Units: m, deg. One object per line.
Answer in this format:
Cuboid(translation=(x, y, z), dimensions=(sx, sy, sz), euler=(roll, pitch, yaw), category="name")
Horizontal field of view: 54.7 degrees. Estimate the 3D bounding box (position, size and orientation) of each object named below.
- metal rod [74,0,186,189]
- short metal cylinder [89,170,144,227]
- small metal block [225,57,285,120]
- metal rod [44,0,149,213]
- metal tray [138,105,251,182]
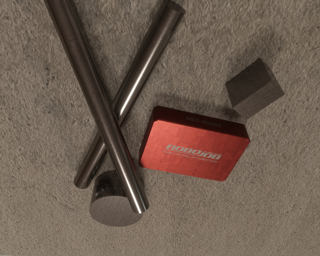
Cuboid(translation=(-0.053, -0.018, 0.390), dimensions=(0.025, 0.025, 0.298), euler=(21, 127, -17), category="metal rod")
Cuboid(translation=(-0.065, 0.110, 0.484), dimensions=(0.081, 0.050, 0.079), euler=(0, 130, 0), category="short metal cylinder")
Cuboid(translation=(0.106, -0.045, 0.354), dimensions=(0.025, 0.050, 0.050), euler=(37, 121, -27), category="small metal block")
Cuboid(translation=(-0.065, -0.012, 0.365), dimensions=(0.025, 0.025, 0.298), euler=(-12, 120, 9), category="metal rod")
Cuboid(translation=(0.044, 0.025, 0.426), dimensions=(0.131, 0.030, 0.089), euler=(12, 129, -11), category="metal tray")
